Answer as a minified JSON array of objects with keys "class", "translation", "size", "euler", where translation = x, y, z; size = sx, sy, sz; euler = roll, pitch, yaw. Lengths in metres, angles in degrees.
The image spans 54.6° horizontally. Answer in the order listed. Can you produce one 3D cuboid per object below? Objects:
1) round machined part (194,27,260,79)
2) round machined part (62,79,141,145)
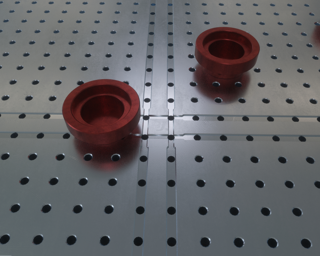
[{"class":"round machined part","translation":[0.104,-0.116,0.495],"size":[0.099,0.042,0.098],"euler":[0,50,0]},{"class":"round machined part","translation":[-0.074,-0.017,0.411],"size":[0.099,0.042,0.098],"euler":[0,50,0]}]
